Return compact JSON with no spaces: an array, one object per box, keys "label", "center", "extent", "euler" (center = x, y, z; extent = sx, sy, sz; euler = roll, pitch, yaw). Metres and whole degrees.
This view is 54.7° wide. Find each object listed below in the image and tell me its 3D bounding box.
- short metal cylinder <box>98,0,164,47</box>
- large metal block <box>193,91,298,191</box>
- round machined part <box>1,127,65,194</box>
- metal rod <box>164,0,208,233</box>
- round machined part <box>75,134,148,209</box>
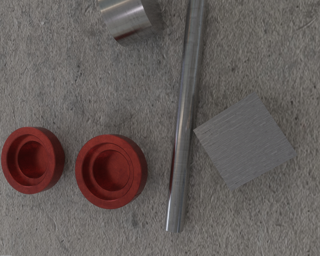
[{"label":"short metal cylinder","center":[-0.034,-0.150,0.392],"extent":[0.050,0.080,0.080],"euler":[-15,85,19]},{"label":"large metal block","center":[0.099,0.015,0.361],"extent":[0.080,0.050,0.080],"euler":[-34,79,17]},{"label":"round machined part","center":[-0.184,0.047,0.465],"extent":[0.098,0.042,0.097],"euler":[0,90,20]},{"label":"metal rod","center":[0.033,-0.017,0.397],"extent":[0.025,0.025,0.298],"euler":[7,92,20]},{"label":"round machined part","center":[-0.062,0.057,0.422],"extent":[0.098,0.042,0.097],"euler":[0,90,20]}]
